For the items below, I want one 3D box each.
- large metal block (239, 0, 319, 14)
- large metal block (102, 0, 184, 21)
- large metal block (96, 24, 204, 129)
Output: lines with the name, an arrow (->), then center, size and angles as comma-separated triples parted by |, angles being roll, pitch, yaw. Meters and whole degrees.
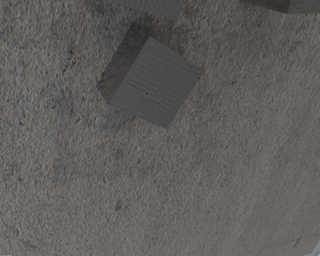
large metal block -> 0.152, -0.164, 0.352 | 0.081, 0.080, 0.050 | -10, 123, -23
large metal block -> -0.017, -0.153, 0.286 | 0.081, 0.050, 0.079 | 4, 117, -30
large metal block -> -0.012, -0.056, 0.350 | 0.080, 0.050, 0.080 | 23, 106, -37
